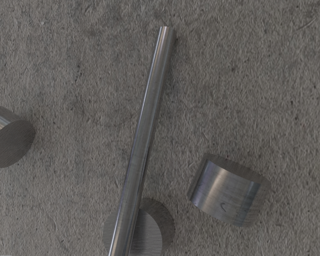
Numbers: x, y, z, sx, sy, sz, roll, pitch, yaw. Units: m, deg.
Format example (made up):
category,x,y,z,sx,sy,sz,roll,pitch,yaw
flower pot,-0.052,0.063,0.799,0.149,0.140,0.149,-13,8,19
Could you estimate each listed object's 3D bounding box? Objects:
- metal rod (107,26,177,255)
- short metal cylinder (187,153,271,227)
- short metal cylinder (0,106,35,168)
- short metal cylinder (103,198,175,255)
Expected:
category,x,y,z,sx,sy,sz,roll,pitch,yaw
metal rod,-0.021,0.017,0.382,0.025,0.025,0.299,9,80,20
short metal cylinder,0.077,0.068,0.353,0.080,0.080,0.050,25,98,18
short metal cylinder,-0.238,0.013,0.464,0.050,0.080,0.080,28,99,18
short metal cylinder,-0.026,0.136,0.405,0.080,0.050,0.080,0,90,20
